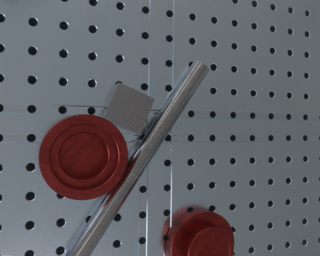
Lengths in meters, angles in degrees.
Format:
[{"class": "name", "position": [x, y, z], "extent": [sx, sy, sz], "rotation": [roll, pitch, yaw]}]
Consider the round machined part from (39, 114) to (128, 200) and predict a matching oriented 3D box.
[{"class": "round machined part", "position": [-0.091, 0.032, 0.369], "extent": [0.099, 0.042, 0.097], "rotation": [-1, 93, -19]}]

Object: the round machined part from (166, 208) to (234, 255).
[{"class": "round machined part", "position": [0.061, 0.165, 0.426], "extent": [0.099, 0.042, 0.097], "rotation": [0, 90, -20]}]

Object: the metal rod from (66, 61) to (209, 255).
[{"class": "metal rod", "position": [-0.023, 0.037, 0.404], "extent": [0.025, 0.025, 0.300], "rotation": [36, 78, -17]}]

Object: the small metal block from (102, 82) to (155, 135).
[{"class": "small metal block", "position": [-0.042, -0.024, 0.397], "extent": [0.050, 0.025, 0.050], "rotation": [24, 82, -19]}]
